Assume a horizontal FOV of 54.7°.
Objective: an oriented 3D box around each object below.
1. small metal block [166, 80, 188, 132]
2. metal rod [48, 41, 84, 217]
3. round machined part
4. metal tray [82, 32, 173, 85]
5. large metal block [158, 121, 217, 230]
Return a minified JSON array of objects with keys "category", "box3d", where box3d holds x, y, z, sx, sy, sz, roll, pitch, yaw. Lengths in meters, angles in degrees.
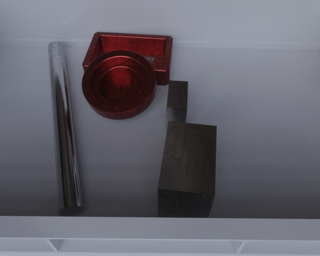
[{"category":"small metal block","box3d":[0.023,-0.027,0.412,0.025,0.050,0.050,4,50,3]},{"category":"metal rod","box3d":[-0.133,-0.022,0.421,0.025,0.025,0.300,-12,51,-10]},{"category":"round machined part","box3d":[-0.054,-0.055,0.428,0.099,0.042,0.098,-1,67,3]},{"category":"metal tray","box3d":[-0.047,-0.113,0.495,0.131,0.030,0.090,4,50,3]},{"category":"large metal block","box3d":[0.028,0.051,0.327,0.050,0.080,0.080,6,50,5]}]
